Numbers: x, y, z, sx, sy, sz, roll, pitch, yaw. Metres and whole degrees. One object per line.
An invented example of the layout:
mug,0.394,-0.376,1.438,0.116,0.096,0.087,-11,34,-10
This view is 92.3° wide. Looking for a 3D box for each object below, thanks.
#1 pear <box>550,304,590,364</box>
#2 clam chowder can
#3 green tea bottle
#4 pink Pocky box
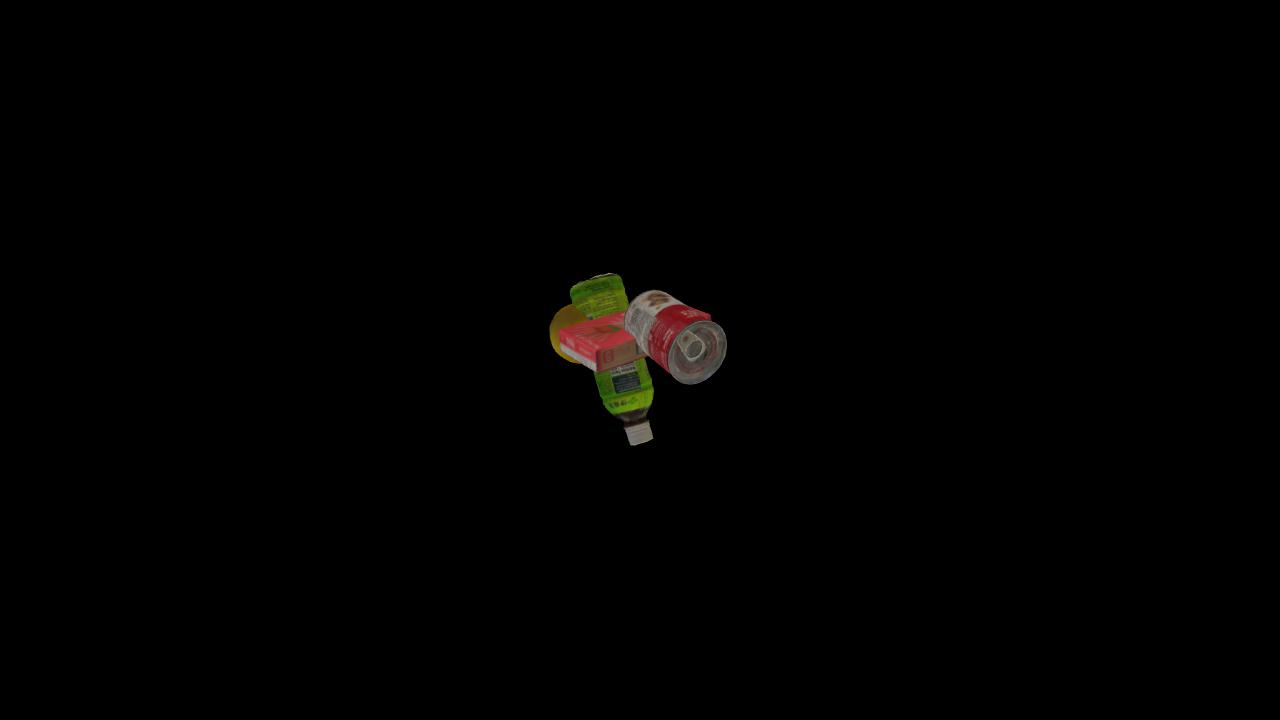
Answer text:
pear,-0.057,-0.039,0.768,0.111,0.080,0.080,-19,-9,26
clam chowder can,0.033,-0.026,0.634,0.068,0.068,0.102,0,23,-31
green tea bottle,-0.028,0.002,0.768,0.073,0.212,0.073,-15,-3,-1
pink Pocky box,-0.005,-0.031,0.690,0.155,0.029,0.084,-19,28,-29
